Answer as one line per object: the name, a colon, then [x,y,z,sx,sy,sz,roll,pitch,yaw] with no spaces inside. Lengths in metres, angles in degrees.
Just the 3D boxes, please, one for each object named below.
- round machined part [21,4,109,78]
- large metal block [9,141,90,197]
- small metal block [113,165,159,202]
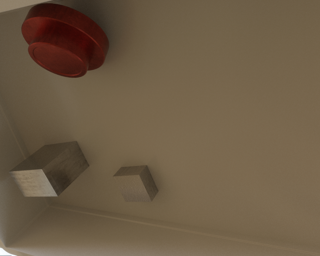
round machined part: [-0.114,-0.095,0.366,0.099,0.042,0.098,11,158,5]
large metal block: [-0.179,0.066,0.506,0.080,0.080,0.050,-8,114,31]
small metal block: [-0.037,0.087,0.480,0.050,0.025,0.050,-9,114,31]
